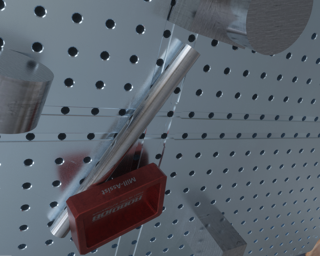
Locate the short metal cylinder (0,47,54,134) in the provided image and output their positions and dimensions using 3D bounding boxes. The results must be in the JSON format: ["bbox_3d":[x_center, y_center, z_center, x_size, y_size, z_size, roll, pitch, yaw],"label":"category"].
[{"bbox_3d":[-0.143,-0.037,0.275,0.081,0.080,0.050,13,112,-34],"label":"short metal cylinder"}]

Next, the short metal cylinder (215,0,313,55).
[{"bbox_3d":[0.104,-0.120,0.313,0.081,0.050,0.079,-14,124,-21],"label":"short metal cylinder"}]

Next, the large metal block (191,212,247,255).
[{"bbox_3d":[0.104,0.215,0.566,0.050,0.080,0.079,-6,121,-25],"label":"large metal block"}]

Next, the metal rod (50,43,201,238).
[{"bbox_3d":[-0.050,0.023,0.397,0.025,0.025,0.299,29,102,-38],"label":"metal rod"}]

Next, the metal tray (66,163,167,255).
[{"bbox_3d":[-0.055,0.108,0.422,0.131,0.030,0.089,-20,135,-29],"label":"metal tray"}]

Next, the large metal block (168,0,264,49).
[{"bbox_3d":[0.067,-0.142,0.344,0.081,0.050,0.079,7,115,-32],"label":"large metal block"}]
